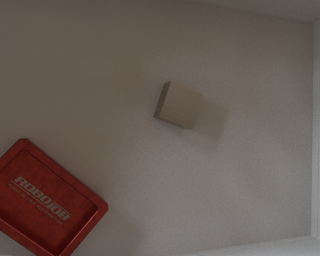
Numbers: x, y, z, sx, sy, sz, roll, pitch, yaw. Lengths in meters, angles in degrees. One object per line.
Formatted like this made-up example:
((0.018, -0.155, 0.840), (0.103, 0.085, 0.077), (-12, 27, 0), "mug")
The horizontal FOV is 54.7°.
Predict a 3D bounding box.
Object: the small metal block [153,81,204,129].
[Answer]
((0.025, -0.030, 0.421), (0.050, 0.025, 0.050), (20, 83, -19), "small metal block")

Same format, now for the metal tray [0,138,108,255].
((-0.138, 0.085, 0.357), (0.130, 0.030, 0.090), (44, 76, -15), "metal tray")
